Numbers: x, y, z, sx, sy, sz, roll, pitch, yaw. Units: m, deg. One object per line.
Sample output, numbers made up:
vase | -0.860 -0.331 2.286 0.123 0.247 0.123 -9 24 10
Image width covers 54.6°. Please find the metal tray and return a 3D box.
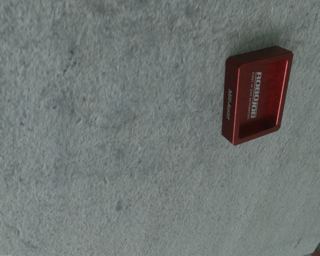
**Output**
metal tray | 0.138 -0.045 0.450 0.091 0.030 0.129 -17 125 -19
